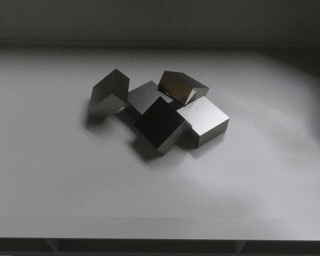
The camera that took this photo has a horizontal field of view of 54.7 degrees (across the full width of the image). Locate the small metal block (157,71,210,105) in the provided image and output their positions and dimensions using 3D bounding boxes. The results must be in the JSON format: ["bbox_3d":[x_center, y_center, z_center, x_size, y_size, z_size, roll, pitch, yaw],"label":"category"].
[{"bbox_3d":[0.034,-0.057,0.436,0.050,0.025,0.050,36,24,25],"label":"small metal block"}]

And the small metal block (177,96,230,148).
[{"bbox_3d":[0.055,-0.009,0.411,0.050,0.025,0.050,-29,56,-23],"label":"small metal block"}]

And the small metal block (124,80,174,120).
[{"bbox_3d":[-0.016,-0.034,0.431,0.050,0.025,0.050,-31,57,-24],"label":"small metal block"}]

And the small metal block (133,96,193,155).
[{"bbox_3d":[0.003,-0.004,0.391,0.050,0.025,0.050,-47,59,4],"label":"small metal block"}]

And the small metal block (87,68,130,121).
[{"bbox_3d":[-0.069,-0.045,0.422,0.050,0.025,0.050,-31,40,32],"label":"small metal block"}]
